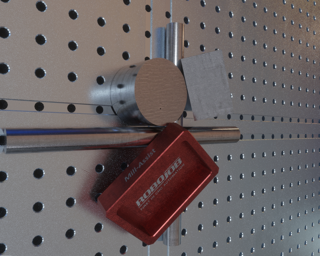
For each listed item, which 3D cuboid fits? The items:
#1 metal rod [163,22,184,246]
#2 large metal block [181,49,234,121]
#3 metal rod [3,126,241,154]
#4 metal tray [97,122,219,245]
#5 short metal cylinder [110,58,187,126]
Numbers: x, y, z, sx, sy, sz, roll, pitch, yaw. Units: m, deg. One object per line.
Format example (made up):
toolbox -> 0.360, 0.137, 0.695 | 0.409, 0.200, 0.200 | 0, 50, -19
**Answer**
metal rod -> 0.019, 0.008, 0.425 | 0.025, 0.025, 0.298 | 1, 90, -40
large metal block -> 0.065, -0.061, 0.421 | 0.080, 0.050, 0.080 | -58, 136, -73
metal rod -> -0.018, 0.011, 0.372 | 0.303, 0.025, 0.025 | -1, 91, -33
metal tray -> 0.002, 0.068, 0.374 | 0.130, 0.030, 0.090 | -46, 126, -7
short metal cylinder -> -0.013, -0.042, 0.381 | 0.081, 0.050, 0.079 | 0, 90, -40
